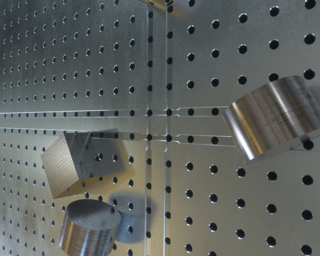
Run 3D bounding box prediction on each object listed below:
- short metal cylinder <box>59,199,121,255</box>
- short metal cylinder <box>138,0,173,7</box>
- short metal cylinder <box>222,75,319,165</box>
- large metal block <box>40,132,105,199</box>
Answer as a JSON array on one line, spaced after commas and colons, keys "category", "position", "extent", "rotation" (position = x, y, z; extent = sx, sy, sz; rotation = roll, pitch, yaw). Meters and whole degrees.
[{"category": "short metal cylinder", "position": [-0.103, 0.148, 0.459], "extent": [0.080, 0.081, 0.050], "rotation": [27, 107, 37]}, {"category": "short metal cylinder", "position": [-0.013, -0.206, 0.404], "extent": [0.080, 0.050, 0.079], "rotation": [0, 90, 40]}, {"category": "short metal cylinder", "position": [0.105, -0.005, 0.287], "extent": [0.080, 0.081, 0.050], "rotation": [-35, 69, 34]}, {"category": "large metal block", "position": [-0.146, 0.062, 0.514], "extent": [0.080, 0.050, 0.080], "rotation": [-37, 68, 34]}]
